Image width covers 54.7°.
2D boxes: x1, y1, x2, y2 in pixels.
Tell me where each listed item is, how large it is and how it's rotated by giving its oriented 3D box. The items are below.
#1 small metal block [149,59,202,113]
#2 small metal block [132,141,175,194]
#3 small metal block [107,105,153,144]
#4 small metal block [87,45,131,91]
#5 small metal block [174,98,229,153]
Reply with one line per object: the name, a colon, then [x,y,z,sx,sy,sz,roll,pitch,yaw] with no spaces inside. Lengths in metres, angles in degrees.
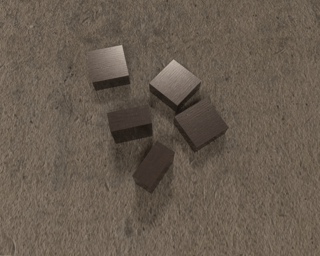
small metal block: [0.021,-0.058,0.430,0.050,0.025,0.050,40,74,13]
small metal block: [-0.007,0.049,0.377,0.025,0.050,0.050,32,73,11]
small metal block: [-0.037,-0.004,0.396,0.050,0.050,0.025,-12,71,-5]
small metal block: [-0.072,-0.085,0.438,0.050,0.025,0.050,-12,71,-5]
small metal block: [0.053,-0.004,0.410,0.050,0.025,0.050,-31,73,-11]
